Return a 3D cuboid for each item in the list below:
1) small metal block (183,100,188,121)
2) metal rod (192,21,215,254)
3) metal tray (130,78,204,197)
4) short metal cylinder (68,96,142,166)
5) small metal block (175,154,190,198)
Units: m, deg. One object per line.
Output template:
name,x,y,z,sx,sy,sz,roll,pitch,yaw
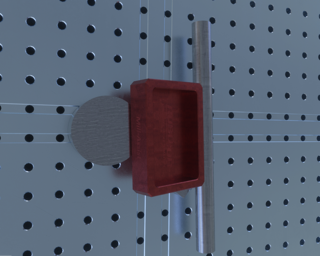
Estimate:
small metal block,0.033,-0.029,0.426,0.050,0.025,0.050,-16,96,-20
metal rod,0.057,0.012,0.408,0.025,0.025,0.298,-1,91,-20
metal tray,0.011,0.010,0.373,0.091,0.030,0.129,-2,91,-40
short metal cylinder,-0.068,0.003,0.374,0.081,0.050,0.079,0,90,-21
small metal block,0.024,0.059,0.422,0.050,0.025,0.050,41,77,-16
